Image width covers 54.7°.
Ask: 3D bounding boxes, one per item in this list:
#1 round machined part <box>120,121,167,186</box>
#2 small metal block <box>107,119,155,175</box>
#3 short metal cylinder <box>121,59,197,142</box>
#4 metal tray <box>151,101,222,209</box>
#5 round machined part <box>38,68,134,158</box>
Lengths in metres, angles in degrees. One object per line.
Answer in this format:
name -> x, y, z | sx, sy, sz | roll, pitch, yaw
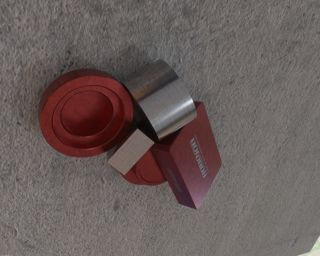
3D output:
round machined part -> -0.009, 0.038, 0.418 | 0.099, 0.042, 0.097 | -14, 125, -21
small metal block -> -0.035, 0.021, 0.364 | 0.025, 0.050, 0.050 | 41, 95, -15
short metal cylinder -> -0.002, -0.031, 0.355 | 0.050, 0.080, 0.080 | -33, 129, -7
metal tray -> 0.042, 0.038, 0.424 | 0.090, 0.030, 0.130 | -54, 137, -32
round machined part -> -0.082, -0.019, 0.341 | 0.099, 0.042, 0.097 | -14, 125, -21
